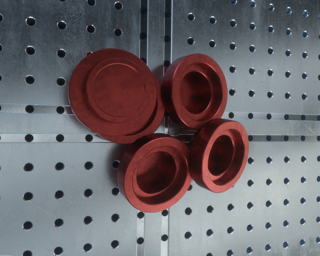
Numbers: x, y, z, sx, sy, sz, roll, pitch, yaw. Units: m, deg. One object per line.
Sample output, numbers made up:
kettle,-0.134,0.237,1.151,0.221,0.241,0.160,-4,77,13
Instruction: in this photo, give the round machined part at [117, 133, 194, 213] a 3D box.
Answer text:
round machined part,-0.009,0.053,0.392,0.099,0.042,0.097,-9,109,-28

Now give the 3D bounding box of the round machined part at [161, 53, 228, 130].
round machined part,0.041,-0.046,0.410,0.099,0.042,0.097,-1,92,-37

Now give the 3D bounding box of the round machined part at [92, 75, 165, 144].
round machined part,-0.046,-0.029,0.387,0.099,0.042,0.097,0,90,-21

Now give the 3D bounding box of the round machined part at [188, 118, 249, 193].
round machined part,0.074,0.034,0.420,0.099,0.042,0.097,-12,108,-39

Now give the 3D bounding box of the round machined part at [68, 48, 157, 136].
round machined part,-0.049,-0.040,0.341,0.099,0.042,0.097,0,90,-21
